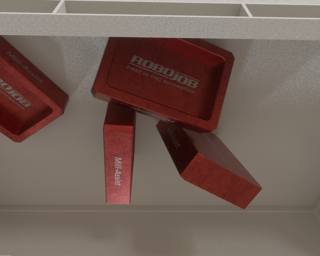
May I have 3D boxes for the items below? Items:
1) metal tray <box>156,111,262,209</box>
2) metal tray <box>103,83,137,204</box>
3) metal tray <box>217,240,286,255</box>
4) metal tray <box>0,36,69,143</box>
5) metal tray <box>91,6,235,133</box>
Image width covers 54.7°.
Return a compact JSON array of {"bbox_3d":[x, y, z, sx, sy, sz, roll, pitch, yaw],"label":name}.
[{"bbox_3d":[0.051,0.030,0.365,0.090,0.130,0.030,29,105,-23],"label":"metal tray"},{"bbox_3d":[-0.047,0.020,0.383,0.030,0.090,0.129,4,130,-3],"label":"metal tray"},{"bbox_3d":[0.191,0.277,0.646,0.131,0.030,0.090,-10,130,7],"label":"metal tray"},{"bbox_3d":[-0.187,-0.047,0.362,0.090,0.030,0.130,-29,125,22],"label":"metal tray"},{"bbox_3d":[0.005,-0.056,0.321,0.131,0.090,0.030,18,170,-16],"label":"metal tray"}]
